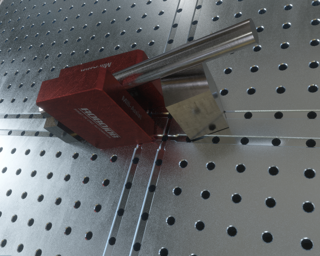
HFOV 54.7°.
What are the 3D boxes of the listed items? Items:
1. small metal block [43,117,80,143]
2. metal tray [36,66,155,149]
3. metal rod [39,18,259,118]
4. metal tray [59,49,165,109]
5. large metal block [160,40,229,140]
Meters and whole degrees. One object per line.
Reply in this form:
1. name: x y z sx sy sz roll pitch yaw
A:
1. small metal block: -0.144 -0.012 0.472 0.025 0.050 0.050 -8 58 24
2. metal tray: -0.074 -0.018 0.389 0.090 0.130 0.030 -9 59 23
3. metal rod: -0.037 -0.058 0.365 0.300 0.025 0.025 -14 56 31
4. metal tray: -0.064 -0.056 0.432 0.130 0.090 0.030 -8 59 23
5. large metal block: 0.040 -0.044 0.377 0.050 0.080 0.080 -20 54 16
